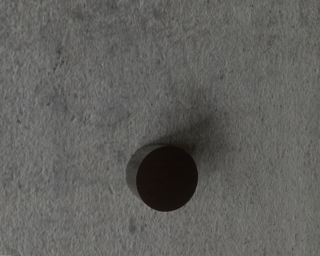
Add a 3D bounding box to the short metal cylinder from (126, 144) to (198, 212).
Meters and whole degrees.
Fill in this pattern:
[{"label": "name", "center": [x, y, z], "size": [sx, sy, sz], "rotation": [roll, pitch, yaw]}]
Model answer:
[{"label": "short metal cylinder", "center": [0.001, 0.061, 0.397], "size": [0.081, 0.050, 0.079], "rotation": [0, 90, -20]}]
